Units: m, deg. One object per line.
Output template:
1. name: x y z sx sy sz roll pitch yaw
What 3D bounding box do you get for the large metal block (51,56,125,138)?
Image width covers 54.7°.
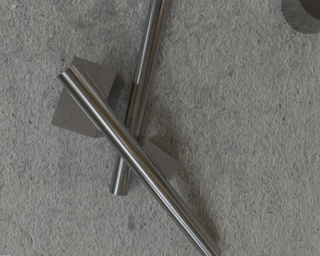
1. large metal block: -0.084 -0.034 0.381 0.050 0.080 0.080 19 90 0

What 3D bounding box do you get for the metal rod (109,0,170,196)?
1. metal rod: -0.023 -0.060 0.409 0.025 0.025 0.298 12 90 -1

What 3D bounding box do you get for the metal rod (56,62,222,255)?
1. metal rod: -0.011 0.056 0.360 0.025 0.025 0.299 -36 110 0

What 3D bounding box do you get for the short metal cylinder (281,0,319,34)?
1. short metal cylinder: 0.206 -0.169 0.400 0.081 0.050 0.079 0 90 -1

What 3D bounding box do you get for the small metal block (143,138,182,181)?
1. small metal block: -0.002 0.039 0.398 0.050 0.050 0.025 35 90 -1
